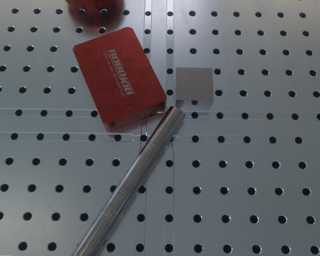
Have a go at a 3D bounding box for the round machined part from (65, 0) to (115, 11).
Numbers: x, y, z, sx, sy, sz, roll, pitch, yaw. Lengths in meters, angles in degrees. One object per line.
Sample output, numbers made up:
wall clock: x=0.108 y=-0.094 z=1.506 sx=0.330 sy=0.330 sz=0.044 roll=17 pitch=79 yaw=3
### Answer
round machined part: x=-0.107 y=-0.223 z=0.484 sx=0.099 sy=0.042 sz=0.098 roll=0 pitch=70 yaw=0

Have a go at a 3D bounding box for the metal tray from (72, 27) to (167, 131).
metal tray: x=-0.057 y=-0.071 z=0.435 sx=0.091 sy=0.030 sz=0.130 roll=-23 pitch=72 yaw=-8

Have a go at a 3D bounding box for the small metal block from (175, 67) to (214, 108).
small metal block: x=0.047 y=-0.056 z=0.433 sx=0.050 sy=0.025 sz=0.050 roll=1 pitch=70 yaw=0

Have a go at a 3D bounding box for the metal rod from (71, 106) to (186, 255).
metal rod: x=-0.055 y=0.098 z=0.375 sx=0.025 sy=0.025 sz=0.300 roll=30 pitch=73 yaw=10
